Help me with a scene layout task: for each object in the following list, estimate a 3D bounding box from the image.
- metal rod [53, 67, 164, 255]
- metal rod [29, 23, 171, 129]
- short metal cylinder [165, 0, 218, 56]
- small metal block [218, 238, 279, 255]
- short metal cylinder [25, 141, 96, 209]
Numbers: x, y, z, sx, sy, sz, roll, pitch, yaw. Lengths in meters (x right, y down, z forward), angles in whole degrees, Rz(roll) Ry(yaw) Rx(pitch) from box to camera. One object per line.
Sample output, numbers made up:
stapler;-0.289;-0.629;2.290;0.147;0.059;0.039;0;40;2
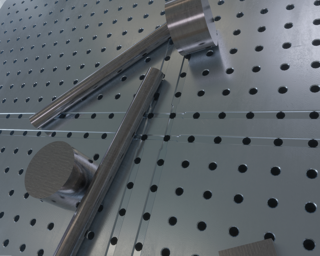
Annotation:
metal rod;-0.065;0.046;0.414;0.025;0.025;0.300;12;68;33
metal rod;-0.087;-0.091;0.509;0.300;0.025;0.025;-33;52;6
short metal cylinder;0.046;-0.149;0.440;0.050;0.080;0.080;-13;57;21
small metal block;0.086;0.134;0.281;0.050;0.025;0.050;-21;54;15
short metal cylinder;-0.134;0.064;0.423;0.080;0.050;0.080;-13;56;21
